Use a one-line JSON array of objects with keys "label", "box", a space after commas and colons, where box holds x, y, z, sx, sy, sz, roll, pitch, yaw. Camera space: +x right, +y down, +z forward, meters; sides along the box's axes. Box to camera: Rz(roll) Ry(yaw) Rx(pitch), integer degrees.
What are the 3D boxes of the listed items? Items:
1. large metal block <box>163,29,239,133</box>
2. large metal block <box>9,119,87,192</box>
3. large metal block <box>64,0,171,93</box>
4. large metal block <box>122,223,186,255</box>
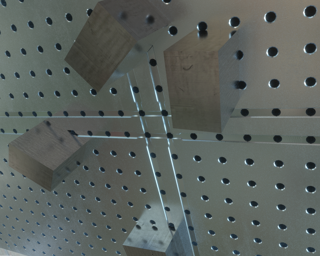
[{"label": "large metal block", "box": [0.047, -0.051, 0.318, 0.050, 0.080, 0.079, 6, 121, 25]}, {"label": "large metal block", "box": [-0.177, 0.041, 0.492, 0.080, 0.080, 0.050, 29, 128, 9]}, {"label": "large metal block", "box": [-0.045, -0.095, 0.339, 0.050, 0.080, 0.080, 45, 129, -3]}, {"label": "large metal block", "box": [-0.006, 0.216, 0.530, 0.080, 0.050, 0.080, -3, 117, 29]}]
